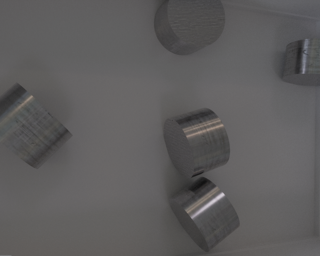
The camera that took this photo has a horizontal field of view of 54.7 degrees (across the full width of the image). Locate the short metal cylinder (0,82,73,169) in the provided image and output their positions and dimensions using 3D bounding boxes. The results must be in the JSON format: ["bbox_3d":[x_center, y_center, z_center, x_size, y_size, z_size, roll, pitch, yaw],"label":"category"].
[{"bbox_3d":[-0.141,-0.002,0.329,0.050,0.080,0.080,-47,105,-14],"label":"short metal cylinder"}]

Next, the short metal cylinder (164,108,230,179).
[{"bbox_3d":[0.045,0.019,0.398,0.050,0.080,0.080,-18,96,-19],"label":"short metal cylinder"}]

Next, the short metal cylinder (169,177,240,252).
[{"bbox_3d":[0.056,0.111,0.402,0.050,0.080,0.080,-32,101,-17],"label":"short metal cylinder"}]

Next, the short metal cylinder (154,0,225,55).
[{"bbox_3d":[0.038,-0.142,0.411,0.081,0.050,0.080,0,90,-20],"label":"short metal cylinder"}]

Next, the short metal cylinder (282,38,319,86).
[{"bbox_3d":[0.230,-0.096,0.466,0.081,0.080,0.050,8,88,-20],"label":"short metal cylinder"}]
